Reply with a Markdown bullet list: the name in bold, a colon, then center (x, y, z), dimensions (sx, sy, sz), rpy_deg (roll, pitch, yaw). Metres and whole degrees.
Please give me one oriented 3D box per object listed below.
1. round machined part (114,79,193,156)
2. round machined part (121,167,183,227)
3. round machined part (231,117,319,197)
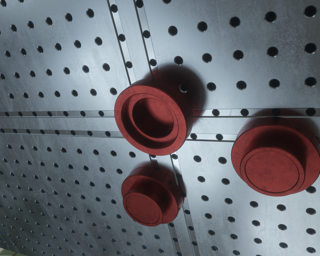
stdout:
- **round machined part**: center (-0.005, -0.017, 0.391), dimensions (0.098, 0.042, 0.097), rpy_deg (13, 124, 20)
- **round machined part**: center (-0.018, 0.112, 0.477), dimensions (0.098, 0.042, 0.097), rpy_deg (13, 124, 20)
- **round machined part**: center (0.130, 0.039, 0.356), dimensions (0.098, 0.042, 0.097), rpy_deg (13, 124, 20)
